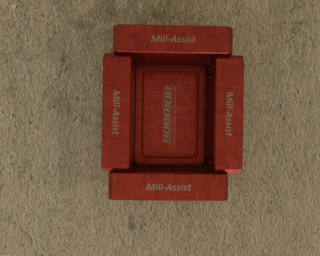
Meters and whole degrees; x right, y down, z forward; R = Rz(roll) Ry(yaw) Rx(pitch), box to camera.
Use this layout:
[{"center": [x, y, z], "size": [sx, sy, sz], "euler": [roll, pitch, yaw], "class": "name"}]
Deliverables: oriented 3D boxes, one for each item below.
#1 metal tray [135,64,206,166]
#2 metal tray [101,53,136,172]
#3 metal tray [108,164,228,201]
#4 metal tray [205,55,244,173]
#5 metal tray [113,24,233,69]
[{"center": [0.013, -0.017, 0.409], "size": [0.091, 0.030, 0.129], "euler": [1, 90, -1], "class": "metal tray"}, {"center": [-0.047, -0.017, 0.377], "size": [0.030, 0.090, 0.129], "euler": [1, 90, 0], "class": "metal tray"}, {"center": [0.009, 0.063, 0.378], "size": [0.131, 0.090, 0.030], "euler": [1, 90, -1], "class": "metal tray"}, {"center": [0.075, -0.015, 0.379], "size": [0.030, 0.090, 0.129], "euler": [1, 90, 0], "class": "metal tray"}, {"center": [0.014, -0.096, 0.378], "size": [0.131, 0.090, 0.030], "euler": [1, 90, -1], "class": "metal tray"}]
